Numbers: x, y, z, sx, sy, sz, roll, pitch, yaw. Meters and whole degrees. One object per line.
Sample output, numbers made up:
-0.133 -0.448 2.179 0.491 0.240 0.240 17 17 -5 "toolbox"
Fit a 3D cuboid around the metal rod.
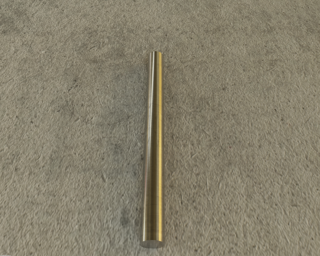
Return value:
-0.007 0.001 0.404 0.025 0.025 0.300 0 50 0 "metal rod"
